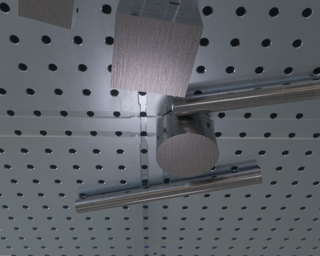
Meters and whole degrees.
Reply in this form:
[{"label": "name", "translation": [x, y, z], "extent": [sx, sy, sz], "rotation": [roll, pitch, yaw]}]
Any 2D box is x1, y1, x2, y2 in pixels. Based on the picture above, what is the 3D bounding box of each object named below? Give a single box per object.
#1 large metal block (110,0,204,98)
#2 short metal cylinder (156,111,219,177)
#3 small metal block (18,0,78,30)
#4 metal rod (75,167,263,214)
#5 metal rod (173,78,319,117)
[{"label": "large metal block", "translation": [-0.006, -0.084, 0.324], "extent": [0.081, 0.050, 0.079], "rotation": [7, 130, -6]}, {"label": "short metal cylinder", "translation": [0.035, 0.021, 0.413], "extent": [0.081, 0.050, 0.079], "rotation": [0, 130, 0]}, {"label": "small metal block", "translation": [-0.106, -0.130, 0.300], "extent": [0.050, 0.025, 0.050], "rotation": [12, 129, -11]}, {"label": "metal rod", "translation": [0.008, 0.102, 0.498], "extent": [0.301, 0.025, 0.025], "rotation": [-11, 129, 9]}, {"label": "metal rod", "translation": [0.167, -0.045, 0.375], "extent": [0.302, 0.025, 0.025], "rotation": [-7, 130, 5]}]
